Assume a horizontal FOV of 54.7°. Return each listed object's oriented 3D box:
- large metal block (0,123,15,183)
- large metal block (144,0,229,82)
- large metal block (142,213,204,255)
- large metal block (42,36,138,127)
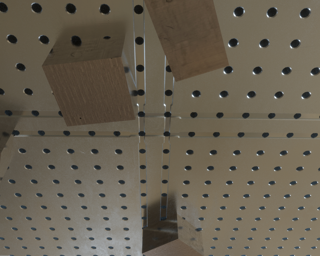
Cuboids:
[{"bbox_3d":[-0.251,0.032,0.419,0.081,0.050,0.079,17,128,-15],"label":"large metal block"},{"bbox_3d":[0.024,-0.103,0.288,0.050,0.080,0.080,-16,129,12],"label":"large metal block"},{"bbox_3d":[0.024,0.213,0.578,0.080,0.050,0.080,-31,124,23],"label":"large metal block"},{"bbox_3d":[-0.073,-0.052,0.350,0.080,0.050,0.080,-6,130,4],"label":"large metal block"}]
